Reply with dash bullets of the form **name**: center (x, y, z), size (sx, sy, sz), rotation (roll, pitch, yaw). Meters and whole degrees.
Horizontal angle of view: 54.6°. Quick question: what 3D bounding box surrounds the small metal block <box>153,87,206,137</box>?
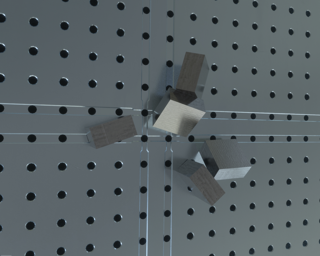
- **small metal block**: center (0.024, -0.019, 0.406), size (0.050, 0.050, 0.025), rotation (18, 41, -19)

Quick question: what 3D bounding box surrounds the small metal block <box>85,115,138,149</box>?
- **small metal block**: center (-0.061, 0.004, 0.377), size (0.050, 0.050, 0.025), rotation (-19, 97, -19)

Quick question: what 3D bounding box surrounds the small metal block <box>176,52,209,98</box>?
- **small metal block**: center (0.044, -0.066, 0.412), size (0.025, 0.050, 0.050), rotation (14, 83, 17)

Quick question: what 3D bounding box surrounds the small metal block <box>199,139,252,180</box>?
- **small metal block**: center (0.090, 0.043, 0.430), size (0.050, 0.025, 0.050), rotation (-2, 47, -21)

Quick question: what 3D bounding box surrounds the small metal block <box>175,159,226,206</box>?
- **small metal block**: center (0.053, 0.072, 0.418), size (0.025, 0.050, 0.050), rotation (-41, 103, -12)
